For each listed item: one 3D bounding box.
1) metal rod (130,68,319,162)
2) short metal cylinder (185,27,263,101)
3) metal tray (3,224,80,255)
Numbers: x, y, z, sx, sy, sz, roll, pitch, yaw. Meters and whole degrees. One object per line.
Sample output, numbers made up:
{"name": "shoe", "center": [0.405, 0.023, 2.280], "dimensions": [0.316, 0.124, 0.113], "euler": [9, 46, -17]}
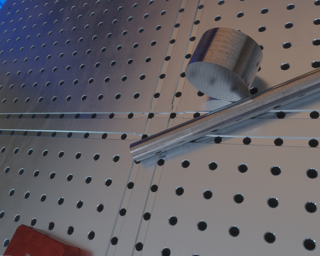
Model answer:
{"name": "metal rod", "center": [0.102, -0.023, 0.368], "dimensions": [0.301, 0.025, 0.025], "euler": [-22, 54, 14]}
{"name": "short metal cylinder", "center": [0.078, -0.075, 0.379], "dimensions": [0.080, 0.080, 0.050], "euler": [14, 69, 34]}
{"name": "metal tray", "center": [-0.163, 0.194, 0.372], "dimensions": [0.090, 0.030, 0.130], "euler": [9, 66, 32]}
